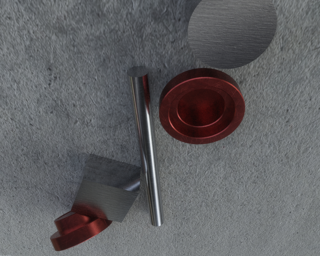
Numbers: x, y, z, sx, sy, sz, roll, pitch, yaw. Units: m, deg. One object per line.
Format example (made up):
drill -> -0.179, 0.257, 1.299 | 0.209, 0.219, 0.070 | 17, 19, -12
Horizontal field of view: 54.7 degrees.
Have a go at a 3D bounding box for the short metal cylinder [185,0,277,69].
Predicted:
short metal cylinder -> 0.066, -0.105, 0.302 | 0.081, 0.050, 0.079 | 0, 130, 0

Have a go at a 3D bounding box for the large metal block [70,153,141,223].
large metal block -> -0.082, 0.092, 0.469 | 0.081, 0.050, 0.079 | 17, 128, -14

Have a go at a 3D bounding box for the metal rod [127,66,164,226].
metal rod -> -0.015, 0.049, 0.448 | 0.025, 0.025, 0.298 | -3, 130, 2

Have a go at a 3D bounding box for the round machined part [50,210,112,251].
round machined part -> -0.130, 0.153, 0.502 | 0.098, 0.098, 0.042 | -24, 89, 19

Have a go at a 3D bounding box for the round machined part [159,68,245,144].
round machined part -> 0.048, -0.029, 0.371 | 0.099, 0.042, 0.097 | 0, 130, 0
